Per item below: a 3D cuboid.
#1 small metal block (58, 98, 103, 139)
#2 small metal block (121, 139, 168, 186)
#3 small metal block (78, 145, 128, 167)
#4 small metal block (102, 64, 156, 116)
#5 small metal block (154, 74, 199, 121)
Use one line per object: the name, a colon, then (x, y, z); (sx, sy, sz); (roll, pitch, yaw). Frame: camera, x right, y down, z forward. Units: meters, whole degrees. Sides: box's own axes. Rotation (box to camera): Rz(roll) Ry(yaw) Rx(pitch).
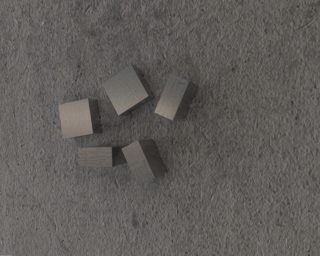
small metal block: (-0.115, -0.013, 0.450); (0.050, 0.025, 0.050); (-10, 87, 19)
small metal block: (-0.019, 0.043, 0.402); (0.025, 0.050, 0.050); (-28, 81, 18)
small metal block: (-0.075, 0.037, 0.422); (0.050, 0.050, 0.025); (-2, 90, 20)
small metal block: (-0.043, -0.051, 0.424); (0.050, 0.025, 0.050); (-31, 80, 17)
small metal block: (0.022, -0.037, 0.388); (0.025, 0.050, 0.050); (25, 98, 18)
